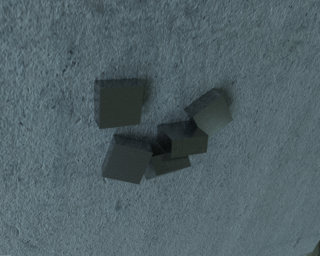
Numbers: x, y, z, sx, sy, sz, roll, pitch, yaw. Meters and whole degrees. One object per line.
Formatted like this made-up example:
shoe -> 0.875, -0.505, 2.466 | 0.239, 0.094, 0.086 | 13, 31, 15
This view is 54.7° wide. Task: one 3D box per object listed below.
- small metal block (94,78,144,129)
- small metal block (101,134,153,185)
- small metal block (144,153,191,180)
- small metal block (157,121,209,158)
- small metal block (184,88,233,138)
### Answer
small metal block -> -0.049, -0.029, 0.362 | 0.050, 0.025, 0.050 | -7, 122, -25
small metal block -> -0.043, 0.041, 0.402 | 0.050, 0.025, 0.050 | 16, 111, -20
small metal block -> 0.007, 0.050, 0.424 | 0.050, 0.050, 0.025 | -13, 79, -22
small metal block -> 0.029, 0.014, 0.411 | 0.050, 0.050, 0.025 | -7, 115, -20
small metal block -> 0.068, -0.019, 0.433 | 0.050, 0.025, 0.050 | -37, 129, -4
